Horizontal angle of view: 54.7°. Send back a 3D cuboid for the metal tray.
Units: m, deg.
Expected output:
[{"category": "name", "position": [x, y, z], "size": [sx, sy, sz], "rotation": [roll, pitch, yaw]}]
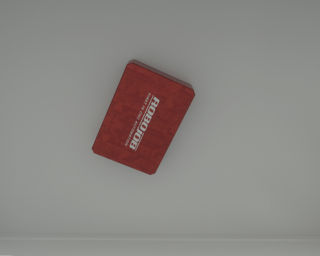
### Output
[{"category": "metal tray", "position": [-0.023, -0.012, 0.404], "size": [0.090, 0.030, 0.129], "rotation": [23, 108, -9]}]
